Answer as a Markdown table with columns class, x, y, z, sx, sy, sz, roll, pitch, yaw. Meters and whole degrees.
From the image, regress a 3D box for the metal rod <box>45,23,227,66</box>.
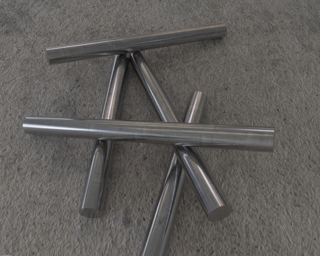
| class | x | y | z | sx | sy | sz | roll | pitch | yaw |
| --- | --- | --- | --- | --- | --- | --- | --- | --- | --- |
| metal rod | -0.023 | -0.136 | 0.490 | 0.302 | 0.025 | 0.025 | -15 | 51 | -23 |

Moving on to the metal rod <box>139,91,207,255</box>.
| class | x | y | z | sx | sy | sz | roll | pitch | yaw |
| --- | --- | --- | --- | --- | --- | --- | --- | --- | --- |
| metal rod | 0.013 | 0.068 | 0.345 | 0.025 | 0.025 | 0.300 | 12 | 51 | 10 |

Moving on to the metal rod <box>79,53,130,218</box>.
| class | x | y | z | sx | sy | sz | roll | pitch | yaw |
| --- | --- | --- | --- | --- | --- | --- | --- | --- | --- |
| metal rod | -0.066 | -0.025 | 0.423 | 0.025 | 0.025 | 0.300 | 2 | 50 | 2 |

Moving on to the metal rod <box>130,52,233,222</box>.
| class | x | y | z | sx | sy | sz | roll | pitch | yaw |
| --- | --- | --- | --- | --- | --- | --- | --- | --- | --- |
| metal rod | 0.009 | -0.016 | 0.391 | 0.025 | 0.025 | 0.300 | -14 | 44 | -12 |

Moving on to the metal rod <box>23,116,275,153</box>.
| class | x | y | z | sx | sy | sz | roll | pitch | yaw |
| --- | --- | --- | --- | --- | --- | --- | --- | --- | --- |
| metal rod | -0.031 | 0.004 | 0.350 | 0.301 | 0.025 | 0.025 | 3 | 48 | 22 |
